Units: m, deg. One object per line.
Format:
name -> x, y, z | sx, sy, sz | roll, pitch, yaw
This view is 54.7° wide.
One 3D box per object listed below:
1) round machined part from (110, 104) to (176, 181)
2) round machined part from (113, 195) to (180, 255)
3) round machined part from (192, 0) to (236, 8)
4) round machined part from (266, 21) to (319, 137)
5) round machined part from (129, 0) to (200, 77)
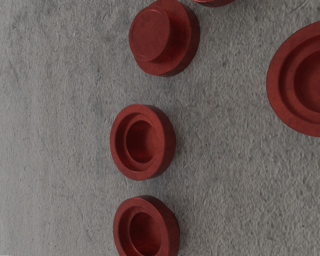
round machined part -> -0.018, 0.018, 0.409 | 0.098, 0.042, 0.097 | 0, 90, 40
round machined part -> -0.013, 0.136, 0.405 | 0.098, 0.042, 0.097 | 0, 90, 40
round machined part -> 0.069, -0.181, 0.337 | 0.098, 0.042, 0.097 | 0, 90, 40
round machined part -> 0.149, -0.041, 0.271 | 0.098, 0.042, 0.097 | 0, 90, 40
round machined part -> -0.001, -0.116, 0.395 | 0.098, 0.042, 0.097 | 0, 90, 40
